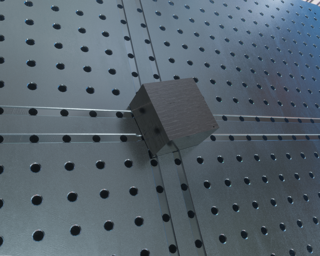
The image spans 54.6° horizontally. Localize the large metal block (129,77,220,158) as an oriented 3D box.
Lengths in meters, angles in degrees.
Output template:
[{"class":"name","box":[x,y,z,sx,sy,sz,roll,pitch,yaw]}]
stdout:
[{"class":"large metal block","box":[0.018,-0.016,0.409,0.081,0.050,0.080,-13,69,-33]}]
